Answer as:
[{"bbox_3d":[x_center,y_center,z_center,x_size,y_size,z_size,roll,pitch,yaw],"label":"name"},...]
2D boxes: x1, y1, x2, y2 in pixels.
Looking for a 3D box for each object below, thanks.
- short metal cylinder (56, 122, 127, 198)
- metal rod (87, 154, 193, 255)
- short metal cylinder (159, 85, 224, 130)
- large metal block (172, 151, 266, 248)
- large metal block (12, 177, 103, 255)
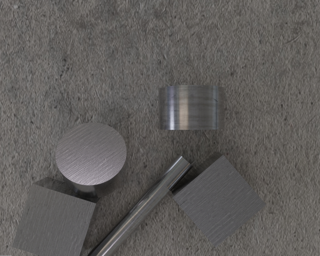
[{"bbox_3d":[-0.082,0.040,0.380,0.081,0.050,0.080,3,60,-5],"label":"short metal cylinder"},{"bbox_3d":[-0.066,0.153,0.409,0.025,0.025,0.300,42,90,0],"label":"metal rod"},{"bbox_3d":[0.039,-0.023,0.383,0.081,0.080,0.050,0,90,0],"label":"short metal cylinder"},{"bbox_3d":[0.072,0.088,0.398,0.080,0.050,0.080,-40,90,0],"label":"large metal block"},{"bbox_3d":[-0.127,0.116,0.397,0.080,0.050,0.080,18,90,0],"label":"large metal block"}]
